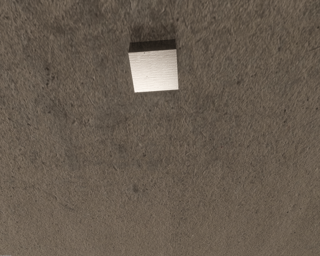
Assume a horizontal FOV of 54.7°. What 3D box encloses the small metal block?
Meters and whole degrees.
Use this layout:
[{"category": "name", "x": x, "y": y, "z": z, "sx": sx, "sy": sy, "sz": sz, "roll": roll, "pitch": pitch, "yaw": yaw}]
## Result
[{"category": "small metal block", "x": -0.006, "y": -0.069, "z": 0.348, "sx": 0.050, "sy": 0.025, "sz": 0.050, "roll": -4, "pitch": 130, "yaw": 2}]
